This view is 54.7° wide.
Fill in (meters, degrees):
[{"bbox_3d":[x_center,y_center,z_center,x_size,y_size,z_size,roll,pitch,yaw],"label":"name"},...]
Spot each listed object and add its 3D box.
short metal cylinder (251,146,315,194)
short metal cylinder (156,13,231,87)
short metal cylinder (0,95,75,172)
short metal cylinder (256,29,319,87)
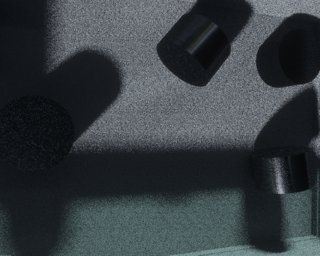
[{"bbox_3d":[0.176,0.058,0.449,0.081,0.080,0.050,-11,94,-20],"label":"short metal cylinder"},{"bbox_3d":[0.043,-0.099,0.398,0.080,0.080,0.050,42,77,-16],"label":"short metal cylinder"},{"bbox_3d":[-0.139,0.006,0.346,0.081,0.050,0.079,0,90,-21],"label":"short metal cylinder"},{"bbox_3d":[0.196,-0.104,0.471,0.081,0.050,0.079,0,90,-21],"label":"short metal cylinder"}]
